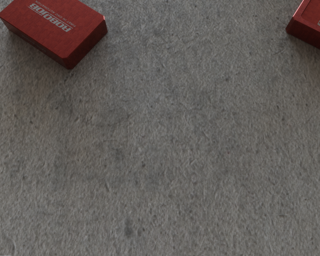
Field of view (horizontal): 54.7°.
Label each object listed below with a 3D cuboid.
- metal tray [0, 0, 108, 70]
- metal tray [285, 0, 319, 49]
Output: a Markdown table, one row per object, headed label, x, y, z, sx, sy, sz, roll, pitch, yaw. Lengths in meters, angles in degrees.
| label | x | y | z | sx | sy | sz | roll | pitch | yaw |
| --- | --- | --- | --- | --- | --- | --- | --- | --- | --- |
| metal tray | -0.156 | -0.157 | 0.461 | 0.130 | 0.030 | 0.090 | 34 | 73 | 11 |
| metal tray | 0.265 | -0.182 | 0.475 | 0.090 | 0.030 | 0.130 | 32 | 73 | 10 |
